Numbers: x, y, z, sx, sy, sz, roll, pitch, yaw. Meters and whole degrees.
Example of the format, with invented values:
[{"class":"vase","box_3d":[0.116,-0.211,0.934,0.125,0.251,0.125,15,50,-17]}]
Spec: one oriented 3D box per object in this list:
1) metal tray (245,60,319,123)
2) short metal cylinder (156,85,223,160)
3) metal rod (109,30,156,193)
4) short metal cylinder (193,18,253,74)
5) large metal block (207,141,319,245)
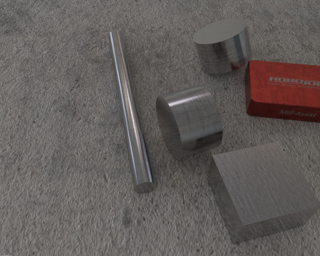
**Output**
[{"class":"metal tray","box_3d":[0.192,-0.054,0.446,0.131,0.030,0.090,6,50,5]},{"class":"short metal cylinder","box_3d":[0.033,-0.007,0.373,0.050,0.080,0.080,-17,52,-14]},{"class":"metal rod","box_3d":[-0.047,-0.046,0.440,0.025,0.025,0.300,-9,51,-7]},{"class":"short metal cylinder","box_3d":[0.097,-0.127,0.476,0.080,0.050,0.080,-16,35,12]},{"class":"large metal block","box_3d":[0.105,0.067,0.331,0.081,0.050,0.080,-11,51,-9]}]
